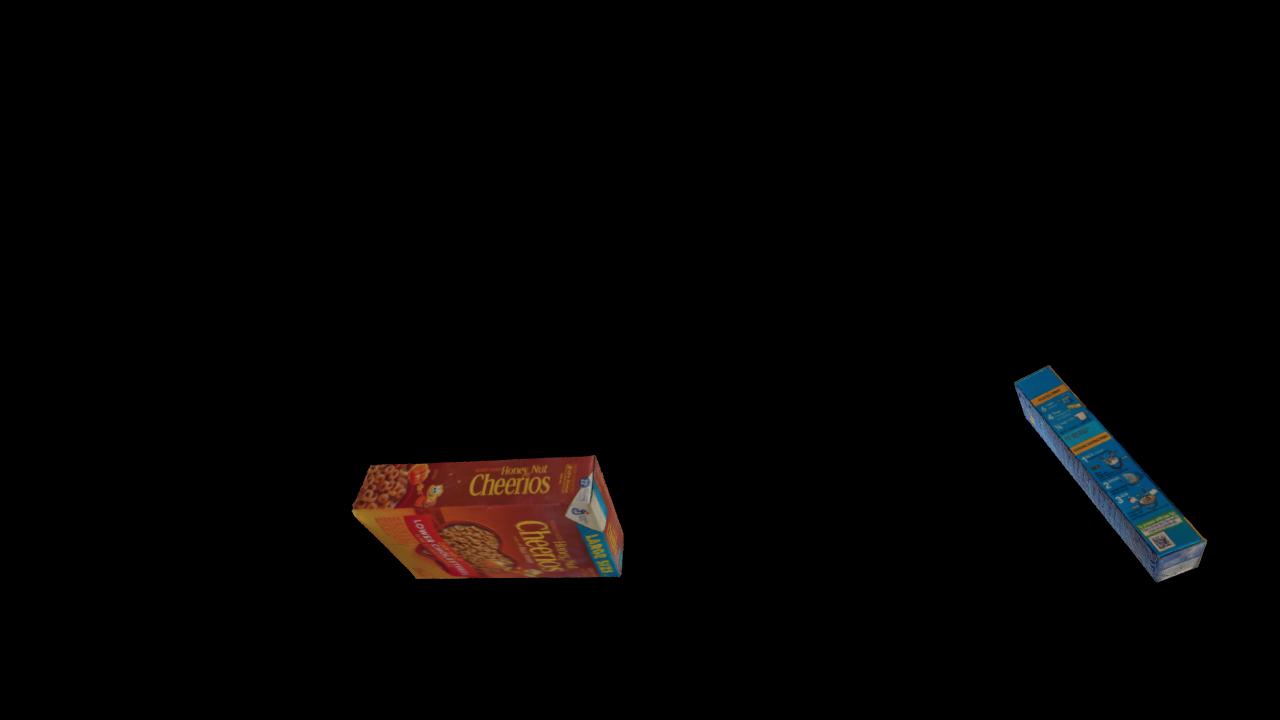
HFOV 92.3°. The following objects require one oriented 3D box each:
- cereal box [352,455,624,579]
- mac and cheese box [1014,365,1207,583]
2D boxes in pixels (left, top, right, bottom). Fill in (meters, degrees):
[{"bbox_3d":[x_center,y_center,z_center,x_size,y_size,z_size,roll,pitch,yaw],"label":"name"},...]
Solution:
[{"bbox_3d":[-0.186,0.216,0.817,0.306,0.081,0.203,-3,-43,8],"label":"cereal box"},{"bbox_3d":[0.418,0.099,0.557,0.041,0.184,0.093,-33,-44,19],"label":"mac and cheese box"}]
